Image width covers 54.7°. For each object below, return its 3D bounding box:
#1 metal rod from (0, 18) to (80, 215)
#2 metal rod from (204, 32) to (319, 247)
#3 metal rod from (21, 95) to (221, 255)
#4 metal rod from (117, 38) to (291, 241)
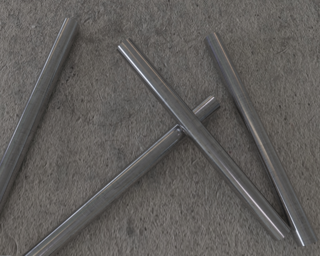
[{"bbox_3d":[-0.170,-0.020,0.414,0.025,0.025,0.299,14,70,5],"label":"metal rod"},{"bbox_3d":[0.124,0.000,0.408,0.025,0.025,0.299,-18,71,-6],"label":"metal rod"},{"bbox_3d":[-0.038,0.060,0.385,0.301,0.025,0.025,-40,75,-14],"label":"metal rod"},{"bbox_3d":[0.049,0.009,0.381,0.025,0.025,0.300,-38,83,-13],"label":"metal rod"}]
